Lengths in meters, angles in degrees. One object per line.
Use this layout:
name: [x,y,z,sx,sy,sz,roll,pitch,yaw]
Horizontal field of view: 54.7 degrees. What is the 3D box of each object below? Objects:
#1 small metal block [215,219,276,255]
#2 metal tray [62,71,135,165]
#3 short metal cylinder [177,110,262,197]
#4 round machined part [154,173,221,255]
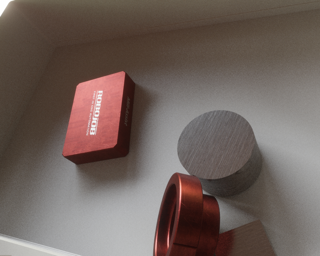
small metal block: [0.081,0.121,0.289,0.050,0.025,0.050,-25,53,12]
metal tray: [-0.088,-0.016,0.457,0.090,0.030,0.130,-11,57,21]
short metal cylinder: [0.065,0.028,0.336,0.080,0.050,0.080,-13,54,19]
round machined part: [0.026,0.095,0.299,0.042,0.098,0.098,14,63,-7]
